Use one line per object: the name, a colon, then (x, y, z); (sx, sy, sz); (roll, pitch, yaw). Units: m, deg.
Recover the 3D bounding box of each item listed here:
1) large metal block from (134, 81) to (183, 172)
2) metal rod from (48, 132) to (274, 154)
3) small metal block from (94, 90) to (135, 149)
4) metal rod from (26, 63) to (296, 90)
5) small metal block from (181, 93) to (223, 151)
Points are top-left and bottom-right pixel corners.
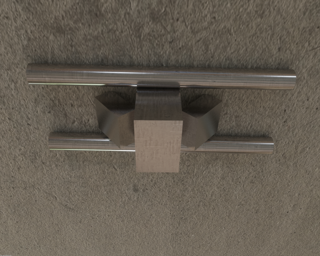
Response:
large metal block: (-0.002, -0.003, 0.373); (0.050, 0.080, 0.079); (1, 130, -1)
metal rod: (0.003, 0.021, 0.427); (0.302, 0.025, 0.025); (1, 130, -2)
small metal block: (-0.054, -0.011, 0.381); (0.025, 0.050, 0.050); (-28, 139, -30)
metal rod: (0.003, -0.059, 0.358); (0.302, 0.025, 0.025); (1, 130, -2)
small metal block: (0.050, -0.008, 0.385); (0.025, 0.050, 0.050); (30, 138, 30)
